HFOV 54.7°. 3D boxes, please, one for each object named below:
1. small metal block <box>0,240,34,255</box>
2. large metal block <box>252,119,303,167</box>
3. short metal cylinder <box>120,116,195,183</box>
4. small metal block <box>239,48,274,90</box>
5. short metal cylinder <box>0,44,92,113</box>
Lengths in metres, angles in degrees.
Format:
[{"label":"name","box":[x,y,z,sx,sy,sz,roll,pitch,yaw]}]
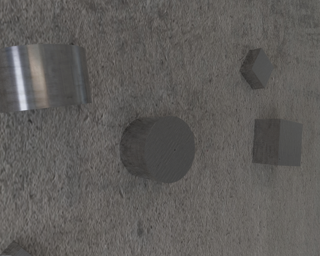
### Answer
[{"label":"small metal block","box":[-0.136,0.145,0.291,0.050,0.025,0.050,-50,120,-28]},{"label":"large metal block","box":[0.217,0.028,0.570,0.081,0.050,0.080,8,85,-40]},{"label":"short metal cylinder","box":[-0.002,0.025,0.386,0.081,0.050,0.080,0,90,-40]},{"label":"small metal block","box":[0.172,-0.104,0.548,0.050,0.025,0.050,44,64,-31]},{"label":"short metal cylinder","box":[-0.105,-0.043,0.280,0.081,0.080,0.050,-11,97,-39]}]
